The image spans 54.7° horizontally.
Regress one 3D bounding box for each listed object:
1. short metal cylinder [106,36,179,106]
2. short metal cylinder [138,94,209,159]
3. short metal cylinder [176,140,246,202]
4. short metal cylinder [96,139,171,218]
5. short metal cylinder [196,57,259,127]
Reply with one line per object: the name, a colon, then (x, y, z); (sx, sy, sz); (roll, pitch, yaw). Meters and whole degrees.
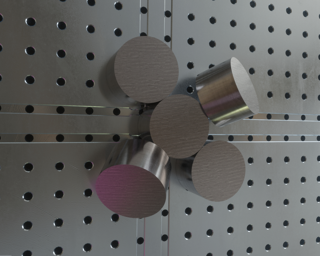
short metal cylinder: (-0.023, -0.070, 0.391); (0.081, 0.050, 0.079); (0, 90, -21)
short metal cylinder: (0.017, -0.002, 0.406); (0.081, 0.050, 0.079); (0, 90, -21)
short metal cylinder: (0.069, 0.056, 0.426); (0.081, 0.050, 0.079); (0, 90, -21)
short metal cylinder: (-0.029, 0.060, 0.367); (0.080, 0.050, 0.079); (4, 121, 7)
short metal cylinder: (0.091, -0.047, 0.412); (0.080, 0.050, 0.080); (36, 42, -41)
